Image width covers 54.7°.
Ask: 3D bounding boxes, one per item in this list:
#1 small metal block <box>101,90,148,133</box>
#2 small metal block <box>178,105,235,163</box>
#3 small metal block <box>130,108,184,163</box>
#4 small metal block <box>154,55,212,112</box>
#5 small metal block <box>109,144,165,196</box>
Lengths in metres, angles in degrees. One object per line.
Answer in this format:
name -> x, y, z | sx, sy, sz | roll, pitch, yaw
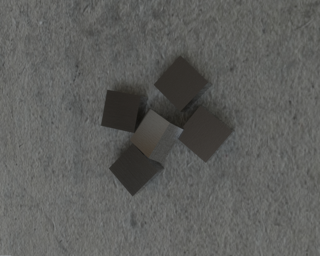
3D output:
small metal block -> -0.049, -0.023, 0.425 | 0.050, 0.025, 0.050 | 12, 94, 19
small metal block -> 0.057, 0.007, 0.389 | 0.050, 0.025, 0.050 | 41, 103, 15
small metal block -> -0.005, 0.009, 0.395 | 0.050, 0.025, 0.050 | 38, 99, 49
small metal block -> 0.029, -0.056, 0.398 | 0.050, 0.025, 0.050 | -47, 76, 14
small metal block -> -0.032, 0.055, 0.419 | 0.050, 0.025, 0.050 | -46, 76, 14
